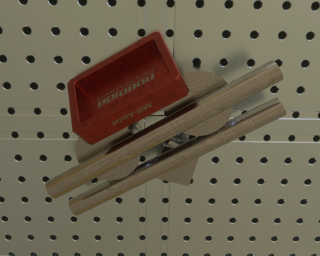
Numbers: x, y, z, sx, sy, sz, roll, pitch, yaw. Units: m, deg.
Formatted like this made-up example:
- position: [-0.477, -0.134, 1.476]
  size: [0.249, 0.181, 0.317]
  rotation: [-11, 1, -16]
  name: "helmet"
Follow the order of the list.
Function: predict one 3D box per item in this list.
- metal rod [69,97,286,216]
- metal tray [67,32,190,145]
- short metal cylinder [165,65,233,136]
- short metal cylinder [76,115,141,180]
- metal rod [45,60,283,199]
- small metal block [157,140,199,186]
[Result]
- position: [0.015, 0.041, 0.401]
  size: [0.301, 0.025, 0.025]
  rotation: [-27, 108, 9]
  name: "metal rod"
- position: [-0.042, -0.047, 0.359]
  size: [0.130, 0.090, 0.030]
  rotation: [-27, 140, 9]
  name: "metal tray"
- position: [0.047, -0.036, 0.388]
  size: [0.081, 0.050, 0.079]
  rotation: [0, 110, -1]
  name: "short metal cylinder"
- position: [-0.064, 0.021, 0.407]
  size: [0.081, 0.050, 0.079]
  rotation: [0, 110, -1]
  name: "short metal cylinder"
- position: [-0.003, 0.007, 0.361]
  size: [0.301, 0.025, 0.025]
  rotation: [-28, 108, 9]
  name: "metal rod"
- position: [0.022, 0.048, 0.430]
  size: [0.050, 0.025, 0.050]
  rotation: [14, 109, -6]
  name: "small metal block"
